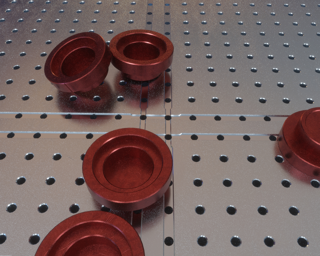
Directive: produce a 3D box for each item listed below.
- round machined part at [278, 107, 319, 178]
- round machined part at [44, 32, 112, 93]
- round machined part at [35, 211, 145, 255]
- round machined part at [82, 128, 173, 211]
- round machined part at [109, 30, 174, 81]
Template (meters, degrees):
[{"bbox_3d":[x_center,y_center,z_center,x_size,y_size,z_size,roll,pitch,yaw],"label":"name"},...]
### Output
[{"bbox_3d":[0.205,0.012,0.389,0.099,0.042,0.098,0,50,0],"label":"round machined part"},{"bbox_3d":[-0.116,-0.092,0.459,0.098,0.042,0.098,-10,57,15],"label":"round machined part"},{"bbox_3d":[-0.062,0.131,0.286,0.099,0.042,0.098,0,50,0],"label":"round machined part"},{"bbox_3d":[-0.035,0.050,0.354,0.099,0.042,0.098,0,50,0],"label":"round machined part"},{"bbox_3d":[-0.029,-0.111,0.486,0.099,0.042,0.098,3,47,-3],"label":"round machined part"}]
